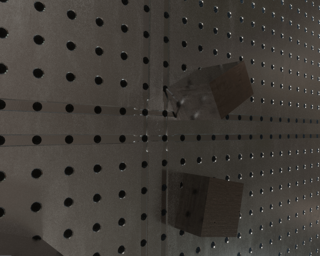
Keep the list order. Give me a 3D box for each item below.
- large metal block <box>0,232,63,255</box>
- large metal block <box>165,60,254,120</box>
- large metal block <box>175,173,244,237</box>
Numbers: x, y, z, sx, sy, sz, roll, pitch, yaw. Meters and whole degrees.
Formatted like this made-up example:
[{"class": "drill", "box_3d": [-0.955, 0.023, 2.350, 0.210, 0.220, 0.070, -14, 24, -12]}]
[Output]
[{"class": "large metal block", "box_3d": [-0.132, 0.125, 0.264, 0.080, 0.080, 0.050, 28, 72, -37]}, {"class": "large metal block", "box_3d": [0.069, -0.051, 0.434, 0.081, 0.080, 0.050, -35, 112, -35]}, {"class": "large metal block", "box_3d": [0.074, 0.114, 0.458, 0.081, 0.050, 0.080, 17, 79, -39]}]
